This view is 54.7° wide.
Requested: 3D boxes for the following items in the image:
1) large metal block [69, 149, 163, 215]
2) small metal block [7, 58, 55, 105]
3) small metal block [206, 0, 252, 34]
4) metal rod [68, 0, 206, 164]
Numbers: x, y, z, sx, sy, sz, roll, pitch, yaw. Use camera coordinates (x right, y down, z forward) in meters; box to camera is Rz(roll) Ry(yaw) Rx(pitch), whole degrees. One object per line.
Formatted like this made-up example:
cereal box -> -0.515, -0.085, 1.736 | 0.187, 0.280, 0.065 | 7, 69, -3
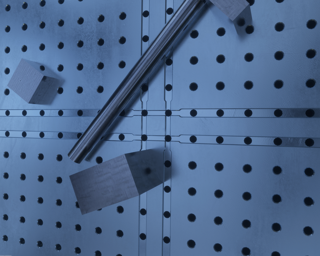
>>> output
large metal block -> -0.054, 0.067, 0.401 | 0.080, 0.080, 0.050 | -23, 83, 18
small metal block -> -0.201, -0.072, 0.481 | 0.050, 0.025, 0.050 | 37, 101, 16
small metal block -> 0.081, -0.146, 0.370 | 0.025, 0.050, 0.050 | -46, 76, 14
metal rod -> -0.032, -0.069, 0.422 | 0.025, 0.025, 0.299 | 43, 103, 14
